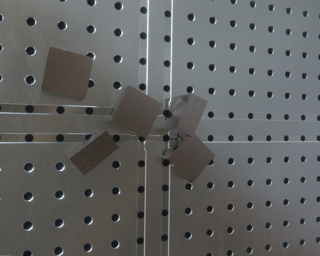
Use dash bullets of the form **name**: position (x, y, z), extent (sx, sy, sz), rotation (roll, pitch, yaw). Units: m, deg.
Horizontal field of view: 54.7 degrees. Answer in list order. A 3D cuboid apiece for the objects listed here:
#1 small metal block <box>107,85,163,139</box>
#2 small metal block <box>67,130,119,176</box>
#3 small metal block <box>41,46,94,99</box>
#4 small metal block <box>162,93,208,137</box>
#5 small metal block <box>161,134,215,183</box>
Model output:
- **small metal block**: position (-0.032, -0.020, 0.402), extent (0.050, 0.025, 0.050), rotation (29, 81, -18)
- **small metal block**: position (-0.081, 0.028, 0.370), extent (0.050, 0.050, 0.025), rotation (-40, 103, -16)
- **small metal block**: position (-0.111, -0.064, 0.372), extent (0.050, 0.025, 0.050), rotation (11, 86, -20)
- **small metal block**: position (0.032, -0.017, 0.412), extent (0.025, 0.050, 0.050), rotation (27, 81, -19)
- **small metal block**: position (0.039, 0.039, 0.428), extent (0.050, 0.025, 0.050), rotation (45, 76, -15)
